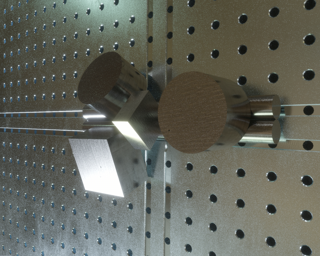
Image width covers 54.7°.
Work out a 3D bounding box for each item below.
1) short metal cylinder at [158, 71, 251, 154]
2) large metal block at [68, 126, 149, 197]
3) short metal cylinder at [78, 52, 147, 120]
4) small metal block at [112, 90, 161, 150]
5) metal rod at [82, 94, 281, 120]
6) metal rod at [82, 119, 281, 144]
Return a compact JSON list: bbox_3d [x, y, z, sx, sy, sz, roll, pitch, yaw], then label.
[{"bbox_3d":[0.045,-0.015,0.319,0.080,0.050,0.079,0,90,40],"label":"short metal cylinder"},{"bbox_3d":[-0.071,0.043,0.429,0.080,0.050,0.080,-1,110,40],"label":"large metal block"},{"bbox_3d":[-0.066,-0.056,0.424,0.080,0.050,0.080,-19,55,30],"label":"short metal cylinder"},{"bbox_3d":[-0.022,-0.009,0.370,0.025,0.050,0.050,1,49,40],"label":"small metal block"},{"bbox_3d":[0.001,-0.023,0.404,0.300,0.025,0.025,1,91,40],"label":"metal rod"},{"bbox_3d":[0.001,0.002,0.404,0.300,0.025,0.025,1,91,40],"label":"metal rod"}]
